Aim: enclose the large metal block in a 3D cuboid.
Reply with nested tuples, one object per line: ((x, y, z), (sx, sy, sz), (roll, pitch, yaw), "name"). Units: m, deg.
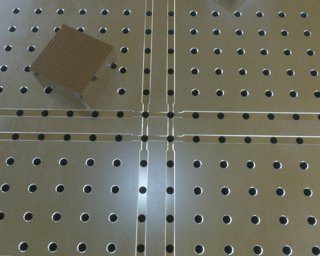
((-0.115, -0.083, 0.428), (0.080, 0.050, 0.080), (26, 72, 9), "large metal block")
